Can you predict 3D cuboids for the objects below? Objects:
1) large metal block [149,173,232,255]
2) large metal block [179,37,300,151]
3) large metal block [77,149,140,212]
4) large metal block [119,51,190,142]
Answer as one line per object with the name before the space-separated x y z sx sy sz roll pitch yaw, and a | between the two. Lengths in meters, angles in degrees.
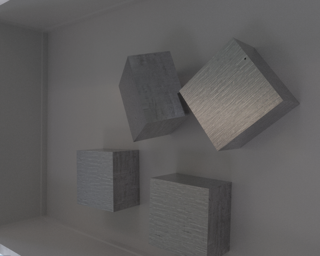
large metal block | 0.034 0.100 0.362 0.080 0.050 0.079 3 92 40
large metal block | 0.080 -0.032 0.324 0.080 0.050 0.080 -44 64 31
large metal block | -0.077 0.072 0.454 0.080 0.050 0.080 -2 89 40
large metal block | -0.011 -0.035 0.377 0.080 0.050 0.080 131 125 -67
